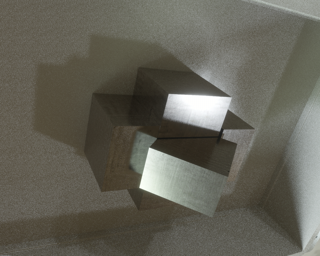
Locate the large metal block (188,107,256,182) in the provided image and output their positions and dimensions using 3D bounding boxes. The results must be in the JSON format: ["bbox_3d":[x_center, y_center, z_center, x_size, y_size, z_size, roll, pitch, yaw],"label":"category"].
[{"bbox_3d":[0.070,0.018,0.418,0.050,0.080,0.079,0,119,-29],"label":"large metal block"}]

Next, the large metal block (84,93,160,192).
[{"bbox_3d":[-0.048,0.014,0.355,0.050,0.080,0.079,0,119,-29],"label":"large metal block"}]

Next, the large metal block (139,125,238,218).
[{"bbox_3d":[0.034,0.041,0.342,0.080,0.080,0.050,-46,153,-62],"label":"large metal block"}]

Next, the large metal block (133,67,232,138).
[{"bbox_3d":[0.022,-0.031,0.364,0.081,0.080,0.050,0,119,-28],"label":"large metal block"}]

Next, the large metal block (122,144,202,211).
[{"bbox_3d":[-0.001,0.057,0.406,0.081,0.080,0.050,0,119,-28],"label":"large metal block"}]
